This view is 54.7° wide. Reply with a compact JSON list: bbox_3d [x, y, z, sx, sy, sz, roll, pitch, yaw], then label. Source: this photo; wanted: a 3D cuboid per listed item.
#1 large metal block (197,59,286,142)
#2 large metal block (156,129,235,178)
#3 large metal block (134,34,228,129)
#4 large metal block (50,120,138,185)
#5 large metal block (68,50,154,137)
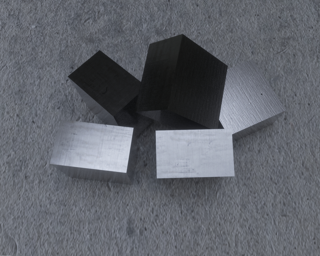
[{"bbox_3d":[0.101,-0.032,0.407,0.080,0.050,0.080,-23,72,-9],"label":"large metal block"},{"bbox_3d":[0.036,0.032,0.363,0.081,0.080,0.050,-1,81,-1],"label":"large metal block"},{"bbox_3d":[0.026,-0.045,0.346,0.050,0.080,0.080,-1,74,47],"label":"large metal block"},{"bbox_3d":[-0.072,0.032,0.367,0.080,0.080,0.050,6,71,2],"label":"large metal block"},{"bbox_3d":[-0.056,-0.036,0.386,0.080,0.080,0.050,40,75,21],"label":"large metal block"}]
